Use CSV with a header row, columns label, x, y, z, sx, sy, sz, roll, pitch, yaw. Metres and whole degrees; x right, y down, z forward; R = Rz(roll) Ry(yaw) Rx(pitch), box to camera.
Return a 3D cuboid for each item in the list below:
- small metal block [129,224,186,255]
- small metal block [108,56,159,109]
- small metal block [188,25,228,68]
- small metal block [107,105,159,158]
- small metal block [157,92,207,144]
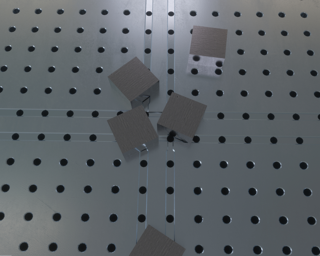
label,x,y,z,sx,sy,sz,roll,pitch,yaw
small metal block,-0.005,0.148,0.358,0.050,0.025,0.050,31,73,10
small metal block,-0.036,-0.063,0.435,0.050,0.025,0.050,-39,75,-13
small metal block,0.070,-0.120,0.456,0.050,0.025,0.050,8,70,3
small metal block,-0.035,0.005,0.410,0.050,0.025,0.050,-25,72,-9
small metal block,0.029,-0.014,0.417,0.050,0.025,0.050,23,72,8
